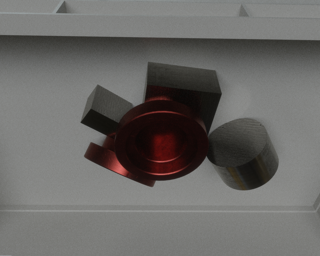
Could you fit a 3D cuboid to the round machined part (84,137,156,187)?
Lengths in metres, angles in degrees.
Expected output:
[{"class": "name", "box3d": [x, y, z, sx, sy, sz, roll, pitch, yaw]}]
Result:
[{"class": "round machined part", "box3d": [-0.045, 0.038, 0.407, 0.098, 0.098, 0.042, 27, 82, -22]}]

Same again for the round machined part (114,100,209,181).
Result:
[{"class": "round machined part", "box3d": [0.001, 0.010, 0.339, 0.099, 0.042, 0.097, -1, 128, -1]}]

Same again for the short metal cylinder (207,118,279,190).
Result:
[{"class": "short metal cylinder", "box3d": [0.107, 0.034, 0.403, 0.080, 0.080, 0.050, -23, 127, 18]}]

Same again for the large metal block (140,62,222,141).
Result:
[{"class": "large metal block", "box3d": [0.020, -0.027, 0.370, 0.081, 0.050, 0.079, 6, 130, -6]}]

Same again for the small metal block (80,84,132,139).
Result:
[{"class": "small metal block", "box3d": [-0.063, -0.019, 0.376, 0.050, 0.050, 0.025, 29, 124, -23]}]
